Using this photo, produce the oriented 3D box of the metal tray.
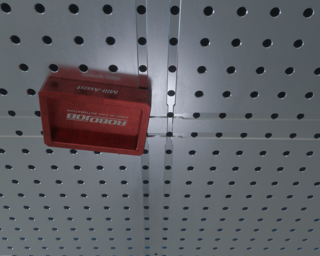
[{"bbox_3d":[-0.081,-0.012,0.397,0.131,0.030,0.089,6,130,-6],"label":"metal tray"}]
